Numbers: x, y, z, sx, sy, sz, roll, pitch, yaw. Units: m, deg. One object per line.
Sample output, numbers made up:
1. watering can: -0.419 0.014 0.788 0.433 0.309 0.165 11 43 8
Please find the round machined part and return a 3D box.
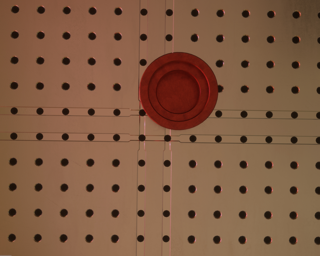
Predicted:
1. round machined part: 0.023 -0.046 0.405 0.099 0.042 0.097 0 90 -1
